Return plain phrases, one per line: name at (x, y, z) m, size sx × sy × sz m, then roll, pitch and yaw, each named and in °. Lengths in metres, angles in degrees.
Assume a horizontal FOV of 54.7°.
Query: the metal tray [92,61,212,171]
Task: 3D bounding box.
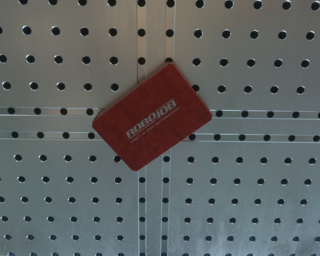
metal tray at (-0.010, -0.014, 0.406) m, size 0.130 × 0.030 × 0.090 m, roll -36°, pitch 107°, yaw 12°
